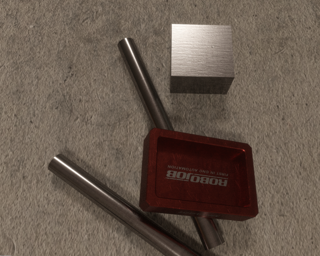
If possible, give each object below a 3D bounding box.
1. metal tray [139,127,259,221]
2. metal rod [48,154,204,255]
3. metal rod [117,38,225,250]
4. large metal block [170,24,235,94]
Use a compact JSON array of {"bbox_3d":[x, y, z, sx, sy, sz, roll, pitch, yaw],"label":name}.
[{"bbox_3d":[0.045,0.055,0.360,0.131,0.030,0.090,10,61,-14],"label":"metal tray"},{"bbox_3d":[-0.008,0.123,0.362,0.301,0.025,0.025,33,73,11],"label":"metal rod"},{"bbox_3d":[0.007,0.007,0.405,0.025,0.025,0.299,-21,72,-8],"label":"metal rod"},{"bbox_3d":[0.055,-0.094,0.430,0.081,0.050,0.080,1,70,0],"label":"large metal block"}]
